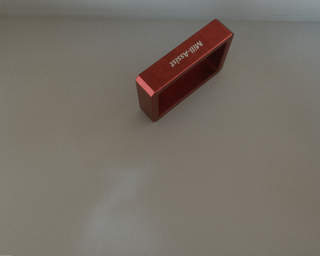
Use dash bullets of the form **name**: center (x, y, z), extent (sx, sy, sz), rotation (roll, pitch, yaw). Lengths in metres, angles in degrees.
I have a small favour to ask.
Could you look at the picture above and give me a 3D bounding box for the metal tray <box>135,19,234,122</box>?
- **metal tray**: center (0.031, -0.071, 0.401), extent (0.130, 0.090, 0.030), rotation (-39, 75, -13)
